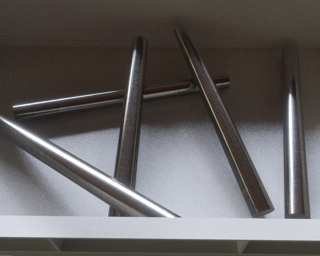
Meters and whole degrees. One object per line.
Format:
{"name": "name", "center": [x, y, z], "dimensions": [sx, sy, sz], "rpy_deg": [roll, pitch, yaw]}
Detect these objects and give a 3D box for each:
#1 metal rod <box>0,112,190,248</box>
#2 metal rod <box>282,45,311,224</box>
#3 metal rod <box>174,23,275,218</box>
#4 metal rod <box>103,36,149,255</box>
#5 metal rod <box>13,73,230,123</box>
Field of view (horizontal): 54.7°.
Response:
{"name": "metal rod", "center": [-0.102, 0.041, 0.342], "dimensions": [0.300, 0.025, 0.025], "rpy_deg": [23, 53, 28]}
{"name": "metal rod", "center": [0.180, -0.016, 0.419], "dimensions": [0.025, 0.025, 0.300], "rpy_deg": [11, 51, 9]}
{"name": "metal rod", "center": [0.072, -0.031, 0.407], "dimensions": [0.025, 0.025, 0.299], "rpy_deg": [-12, 58, -10]}
{"name": "metal rod", "center": [-0.036, -0.003, 0.384], "dimensions": [0.025, 0.025, 0.300], "rpy_deg": [2, 57, 2]}
{"name": "metal rod", "center": [-0.047, -0.045, 0.442], "dimensions": [0.302, 0.025, 0.025], "rpy_deg": [-10, 51, -9]}
